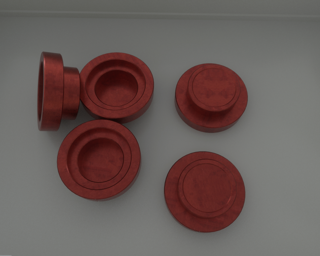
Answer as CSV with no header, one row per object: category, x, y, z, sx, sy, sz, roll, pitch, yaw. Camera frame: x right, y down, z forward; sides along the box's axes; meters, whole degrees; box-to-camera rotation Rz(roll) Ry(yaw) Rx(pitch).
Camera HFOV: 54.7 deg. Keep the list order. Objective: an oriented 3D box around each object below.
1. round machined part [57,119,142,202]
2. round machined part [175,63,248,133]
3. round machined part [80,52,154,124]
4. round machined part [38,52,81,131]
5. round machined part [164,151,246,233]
round machined part,-0.072,0.042,0.384,0.099,0.042,0.098,0,70,-1
round machined part,0.070,-0.046,0.418,0.099,0.042,0.098,0,70,-1
round machined part,-0.058,-0.049,0.416,0.099,0.042,0.098,1,67,-2
round machined part,-0.128,-0.044,0.391,0.042,0.098,0.098,2,68,-26
round machined part,0.054,0.075,0.374,0.099,0.042,0.098,0,70,-1
